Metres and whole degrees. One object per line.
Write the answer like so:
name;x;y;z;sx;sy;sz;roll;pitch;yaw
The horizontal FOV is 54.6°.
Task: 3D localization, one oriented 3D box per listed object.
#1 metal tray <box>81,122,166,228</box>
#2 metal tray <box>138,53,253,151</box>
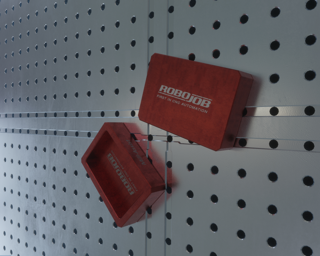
metal tray;-0.059;0.065;0.455;0.130;0.030;0.090;52;120;27
metal tray;0.036;-0.035;0.377;0.130;0.030;0.089;22;104;38
